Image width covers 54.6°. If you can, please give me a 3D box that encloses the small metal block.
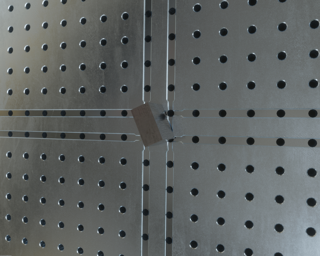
[{"bbox_3d":[-0.008,-0.004,0.402,0.025,0.050,0.050,-24,83,18],"label":"small metal block"}]
